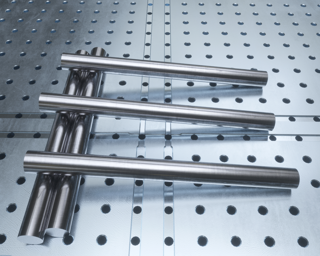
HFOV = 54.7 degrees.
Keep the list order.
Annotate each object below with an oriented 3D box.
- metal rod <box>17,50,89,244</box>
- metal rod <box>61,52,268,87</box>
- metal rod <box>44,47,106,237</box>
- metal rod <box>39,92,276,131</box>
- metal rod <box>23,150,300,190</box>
[{"bbox_3d":[-0.128,-0.002,0.407,0.025,0.025,0.300,1,50,0],"label":"metal rod"},{"bbox_3d":[0.010,-0.086,0.461,0.302,0.025,0.025,4,50,-5],"label":"metal rod"},{"bbox_3d":[-0.103,-0.008,0.412,0.025,0.025,0.300,1,50,0],"label":"metal rod"},{"bbox_3d":[0.000,-0.021,0.405,0.302,0.025,0.025,5,50,-4],"label":"metal rod"},{"bbox_3d":[0.007,0.048,0.349,0.302,0.025,0.025,4,50,-5],"label":"metal rod"}]
